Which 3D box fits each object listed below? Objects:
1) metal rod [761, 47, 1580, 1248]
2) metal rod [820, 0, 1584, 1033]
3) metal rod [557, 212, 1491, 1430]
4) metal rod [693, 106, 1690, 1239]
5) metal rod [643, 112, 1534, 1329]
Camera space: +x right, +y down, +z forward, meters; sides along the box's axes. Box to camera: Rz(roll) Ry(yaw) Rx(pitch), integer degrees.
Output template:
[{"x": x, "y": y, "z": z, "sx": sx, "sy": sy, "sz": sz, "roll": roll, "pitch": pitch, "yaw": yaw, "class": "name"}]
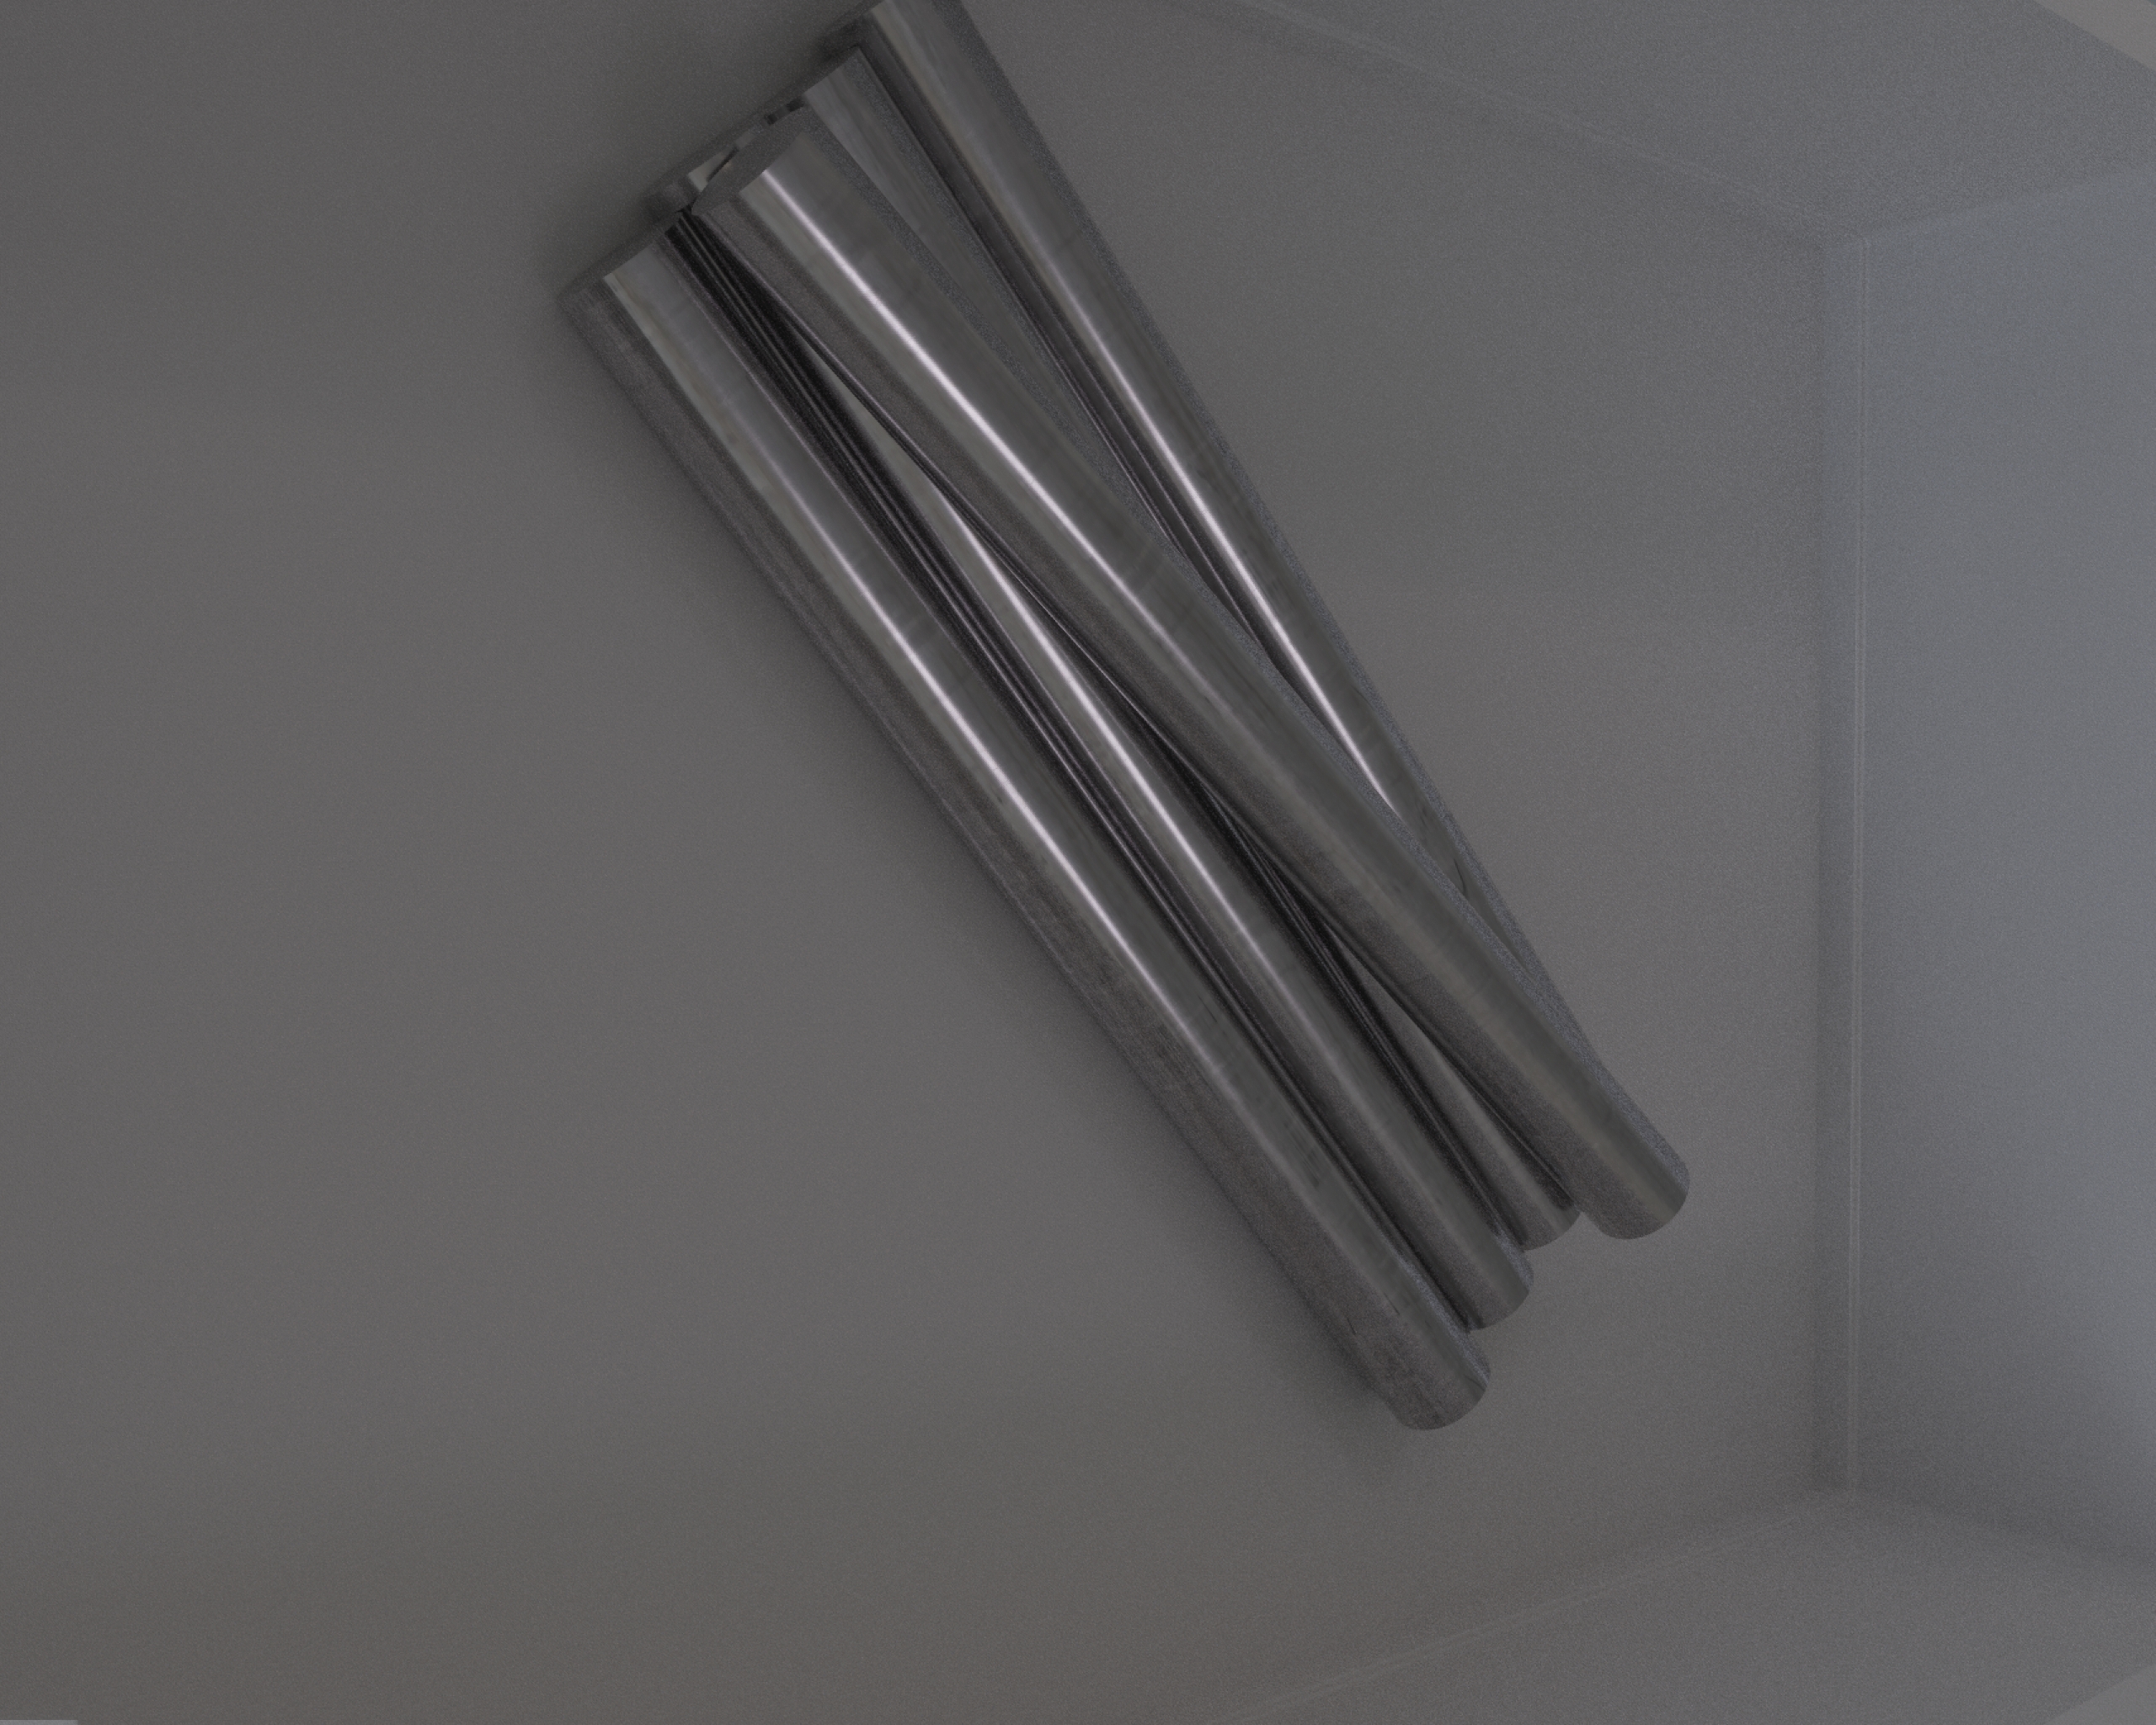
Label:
[{"x": 0.030, "y": -0.026, "z": 0.430, "sx": 0.025, "sy": 0.025, "sz": 0.300, "roll": -51, "pitch": 120, "yaw": -28, "class": "metal rod"}, {"x": 0.043, "y": -0.046, "z": 0.440, "sx": 0.025, "sy": 0.025, "sz": 0.300, "roll": -51, "pitch": 120, "yaw": -28, "class": "metal rod"}, {"x": 0.004, "y": 0.010, "z": 0.408, "sx": 0.025, "sy": 0.025, "sz": 0.300, "roll": -51, "pitch": 120, "yaw": -28, "class": "metal rod"}, {"x": 0.039, "y": -0.017, "z": 0.404, "sx": 0.300, "sy": 0.025, "sz": 0.025, "roll": 46, "pitch": 63, "yaw": -30, "class": "metal rod"}, {"x": 0.016, "y": -0.010, "z": 0.418, "sx": 0.025, "sy": 0.025, "sz": 0.300, "roll": -51, "pitch": 120, "yaw": -28, "class": "metal rod"}]
